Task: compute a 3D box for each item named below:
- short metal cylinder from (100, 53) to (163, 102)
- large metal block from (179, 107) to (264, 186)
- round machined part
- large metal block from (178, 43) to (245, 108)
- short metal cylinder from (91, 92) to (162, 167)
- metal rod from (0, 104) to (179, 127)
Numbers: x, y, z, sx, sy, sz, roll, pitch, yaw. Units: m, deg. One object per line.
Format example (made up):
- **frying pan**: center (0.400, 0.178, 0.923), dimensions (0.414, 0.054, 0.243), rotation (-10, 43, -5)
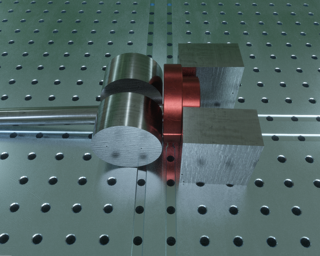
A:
- **short metal cylinder**: center (-0.036, -0.053, 0.416), dimensions (0.080, 0.080, 0.050), rotation (1, 51, 0)
- **large metal block**: center (0.064, 0.023, 0.354), dimensions (0.080, 0.080, 0.050), rotation (2, 50, 2)
- **round machined part**: center (0.026, -0.030, 0.385), dimensions (0.042, 0.097, 0.098), rotation (1, 50, 1)
- **large metal block**: center (0.065, -0.069, 0.431), dimensions (0.081, 0.080, 0.050), rotation (0, 50, 0)
- **short metal cylinder**: center (-0.037, 0.004, 0.367), dimensions (0.080, 0.080, 0.050), rotation (1, 51, 1)
- **metal rod**: center (-0.119, -0.016, 0.405), dimensions (0.302, 0.025, 0.025), rotation (-1, 50, 4)
